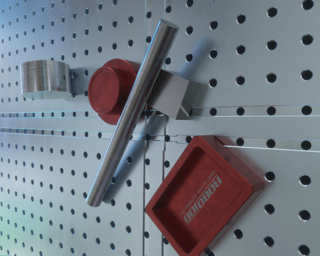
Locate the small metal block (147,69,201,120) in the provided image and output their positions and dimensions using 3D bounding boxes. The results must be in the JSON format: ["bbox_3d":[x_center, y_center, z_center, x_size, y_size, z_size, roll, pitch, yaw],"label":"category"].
[{"bbox_3d":[0.017,-0.043,0.394,0.050,0.025,0.050,30,109,35],"label":"small metal block"}]

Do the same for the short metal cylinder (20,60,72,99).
[{"bbox_3d":[-0.195,-0.080,0.531,0.080,0.081,0.050,-8,85,39],"label":"short metal cylinder"}]

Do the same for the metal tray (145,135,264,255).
[{"bbox_3d":[0.046,0.084,0.366,0.090,0.030,0.129,46,117,30],"label":"metal tray"}]

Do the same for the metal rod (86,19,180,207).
[{"bbox_3d":[-0.047,-0.001,0.425,0.025,0.025,0.298,44,123,30],"label":"metal rod"}]

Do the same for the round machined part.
[{"bbox_3d":[-0.067,-0.053,0.452,0.098,0.042,0.097,0,90,39],"label":"round machined part"}]
